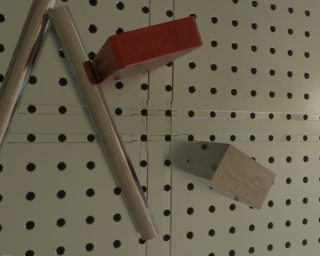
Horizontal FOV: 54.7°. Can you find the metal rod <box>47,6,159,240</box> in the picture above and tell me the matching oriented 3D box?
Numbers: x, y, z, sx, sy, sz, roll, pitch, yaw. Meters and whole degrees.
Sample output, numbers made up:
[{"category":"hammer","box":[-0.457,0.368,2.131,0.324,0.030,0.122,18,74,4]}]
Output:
[{"category":"metal rod","box":[-0.064,0.003,0.380,0.025,0.025,0.298,-24,101,-18]}]

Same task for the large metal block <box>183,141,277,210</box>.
[{"category":"large metal block","box":[0.091,0.061,0.417,0.080,0.080,0.050,33,80,-17]}]

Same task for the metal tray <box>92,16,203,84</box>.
[{"category":"metal tray","box":[-0.022,-0.082,0.348,0.091,0.130,0.030,-20,97,-19]}]

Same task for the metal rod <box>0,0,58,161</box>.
[{"category":"metal rod","box":[-0.173,-0.022,0.348,0.025,0.025,0.299,19,84,-19]}]
